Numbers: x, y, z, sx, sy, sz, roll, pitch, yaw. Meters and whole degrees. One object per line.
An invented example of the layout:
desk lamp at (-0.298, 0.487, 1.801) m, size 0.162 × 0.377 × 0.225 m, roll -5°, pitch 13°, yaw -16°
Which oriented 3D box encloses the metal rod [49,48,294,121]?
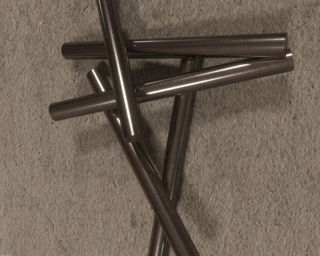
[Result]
metal rod at (0.001, -0.048, 0.378) m, size 0.301 × 0.025 × 0.025 m, roll -11°, pitch 87°, yaw 15°

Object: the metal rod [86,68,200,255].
metal rod at (-0.024, 0.047, 0.395) m, size 0.025 × 0.025 × 0.299 m, roll -34°, pitch 72°, yaw 16°

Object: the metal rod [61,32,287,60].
metal rod at (-0.003, -0.099, 0.387) m, size 0.301 × 0.025 × 0.025 m, roll 6°, pitch 92°, yaw 27°

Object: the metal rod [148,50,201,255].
metal rod at (0.019, 0.036, 0.401) m, size 0.025 × 0.025 × 0.298 m, roll 11°, pitch 93°, yaw 19°

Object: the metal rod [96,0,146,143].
metal rod at (-0.061, -0.125, 0.392) m, size 0.025 × 0.025 × 0.299 m, roll -20°, pitch 69°, yaw 18°
